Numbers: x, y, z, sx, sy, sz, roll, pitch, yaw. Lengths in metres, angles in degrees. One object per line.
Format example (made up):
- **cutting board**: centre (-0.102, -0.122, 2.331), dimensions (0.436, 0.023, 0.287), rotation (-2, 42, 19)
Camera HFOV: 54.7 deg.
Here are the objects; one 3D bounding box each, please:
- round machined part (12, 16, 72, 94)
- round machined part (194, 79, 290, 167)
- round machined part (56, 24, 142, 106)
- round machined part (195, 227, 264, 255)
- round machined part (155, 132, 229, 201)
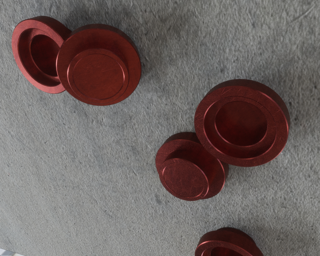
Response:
- **round machined part**: centre (-0.142, -0.098, 0.410), dimensions (0.098, 0.042, 0.097), rotation (13, 124, 21)
- **round machined part**: centre (0.091, -0.009, 0.342), dimensions (0.098, 0.042, 0.097), rotation (13, 124, 21)
- **round machined part**: centre (-0.071, -0.068, 0.363), dimensions (0.099, 0.042, 0.097), rotation (-4, 124, -6)
- **round machined part**: centre (0.104, 0.186, 0.456), dimensions (0.098, 0.042, 0.097), rotation (13, 124, 21)
- **round machined part**: centre (0.038, 0.058, 0.412), dimensions (0.098, 0.042, 0.097), rotation (13, 124, 21)
